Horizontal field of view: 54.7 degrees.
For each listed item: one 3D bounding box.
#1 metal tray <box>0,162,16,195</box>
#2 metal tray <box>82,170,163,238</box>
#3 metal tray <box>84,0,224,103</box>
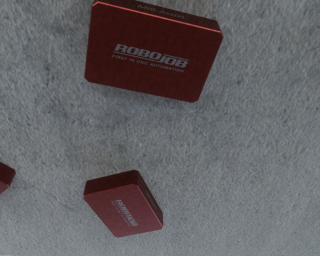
[{"bbox_3d":[-0.297,0.084,0.470,0.130,0.030,0.090,-35,123,25],"label":"metal tray"},{"bbox_3d":[-0.057,0.129,0.513,0.090,0.030,0.130,-15,129,12],"label":"metal tray"},{"bbox_3d":[-0.010,-0.082,0.334,0.131,0.030,0.089,10,129,-10],"label":"metal tray"}]
